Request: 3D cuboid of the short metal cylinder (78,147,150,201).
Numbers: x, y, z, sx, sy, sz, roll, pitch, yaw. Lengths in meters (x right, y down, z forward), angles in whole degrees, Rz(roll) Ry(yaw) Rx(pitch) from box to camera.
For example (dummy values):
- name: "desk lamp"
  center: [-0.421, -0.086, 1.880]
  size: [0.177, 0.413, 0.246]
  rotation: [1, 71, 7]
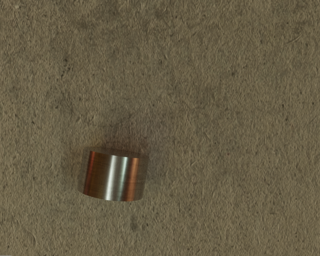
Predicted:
- name: "short metal cylinder"
  center: [-0.057, 0.054, 0.382]
  size: [0.080, 0.080, 0.050]
  rotation: [9, 90, 0]
